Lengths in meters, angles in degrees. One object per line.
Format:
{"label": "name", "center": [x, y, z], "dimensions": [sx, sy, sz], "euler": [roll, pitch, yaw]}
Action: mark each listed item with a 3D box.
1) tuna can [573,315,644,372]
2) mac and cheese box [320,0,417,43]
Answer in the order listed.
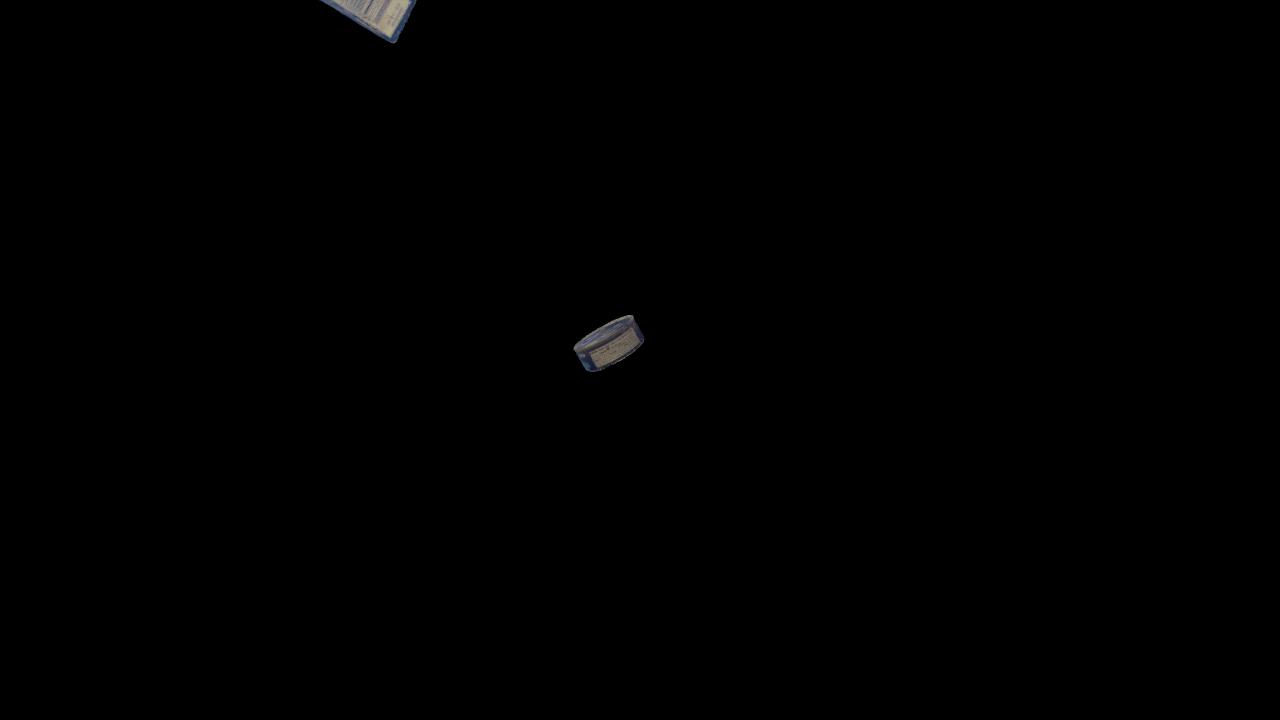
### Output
{"label": "tuna can", "center": [-0.037, -0.020, 0.752], "dimensions": [0.084, 0.034, 0.084], "euler": [-27, 15, 8]}
{"label": "mac and cheese box", "center": [-0.222, -0.296, 0.432], "dimensions": [0.093, 0.041, 0.184], "euler": [17, 32, -45]}
